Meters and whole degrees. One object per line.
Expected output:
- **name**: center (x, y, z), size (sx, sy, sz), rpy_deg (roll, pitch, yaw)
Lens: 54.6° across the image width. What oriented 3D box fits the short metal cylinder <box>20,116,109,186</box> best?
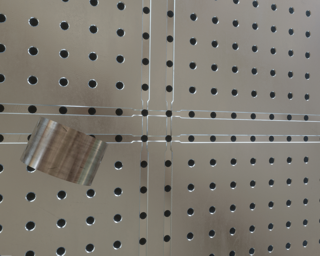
- **short metal cylinder**: center (-0.104, 0.026, 0.345), size (0.080, 0.080, 0.050), rpy_deg (24, 82, -19)
